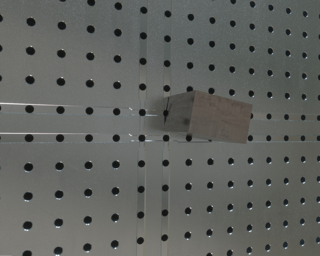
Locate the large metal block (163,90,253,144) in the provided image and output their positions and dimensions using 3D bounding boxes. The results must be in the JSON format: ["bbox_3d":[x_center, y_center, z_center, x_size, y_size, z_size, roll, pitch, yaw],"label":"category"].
[{"bbox_3d":[0.060,-0.012,0.407,0.081,0.080,0.050,11,86,-20],"label":"large metal block"}]
